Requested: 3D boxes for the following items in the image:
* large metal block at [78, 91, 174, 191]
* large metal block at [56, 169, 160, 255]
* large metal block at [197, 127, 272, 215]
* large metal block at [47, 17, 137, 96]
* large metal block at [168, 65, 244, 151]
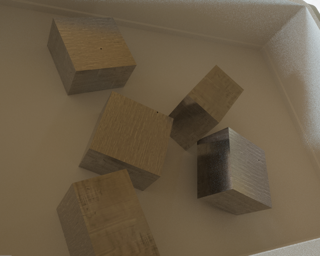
[{"bbox_3d":[-0.037,0.016,0.361,0.080,0.050,0.080,24,53,-14],"label":"large metal block"},{"bbox_3d":[-0.053,0.094,0.286,0.050,0.080,0.080,-11,68,-33],"label":"large metal block"},{"bbox_3d":[0.093,0.057,0.393,0.080,0.050,0.080,29,50,-33],"label":"large metal block"},{"bbox_3d":[-0.089,-0.094,0.400,0.081,0.050,0.080,-14,69,-34],"label":"large metal block"},{"bbox_3d":[0.055,-0.026,0.418,0.050,0.080,0.080,43,51,1],"label":"large metal block"}]
